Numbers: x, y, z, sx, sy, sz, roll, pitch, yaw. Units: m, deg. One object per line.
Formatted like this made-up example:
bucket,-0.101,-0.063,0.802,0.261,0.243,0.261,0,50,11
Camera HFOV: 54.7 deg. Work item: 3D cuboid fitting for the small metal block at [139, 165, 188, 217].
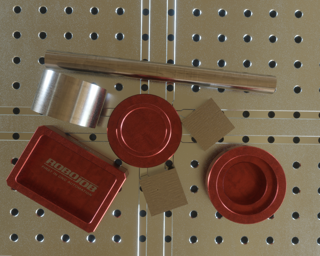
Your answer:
small metal block,0.005,0.083,0.413,0.050,0.025,0.050,-19,90,0

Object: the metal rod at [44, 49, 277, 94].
metal rod,0.001,-0.075,0.413,0.302,0.025,0.025,7,90,0

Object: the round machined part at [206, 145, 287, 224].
round machined part,0.109,0.071,0.406,0.099,0.042,0.097,0,90,0

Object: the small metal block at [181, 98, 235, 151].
small metal block,0.062,-0.005,0.414,0.050,0.025,0.050,-38,90,0

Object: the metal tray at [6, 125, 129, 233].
metal tray,-0.120,0.065,0.409,0.130,0.030,0.090,31,90,0

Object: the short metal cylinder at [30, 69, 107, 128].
short metal cylinder,-0.111,-0.035,0.385,0.080,0.080,0.050,18,90,0

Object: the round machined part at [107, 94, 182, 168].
round machined part,-0.020,0.003,0.404,0.099,0.042,0.097,0,87,0
